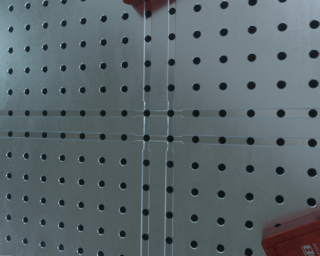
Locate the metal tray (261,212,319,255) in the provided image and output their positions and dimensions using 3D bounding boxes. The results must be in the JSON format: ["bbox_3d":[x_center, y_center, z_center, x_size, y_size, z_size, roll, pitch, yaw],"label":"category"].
[{"bbox_3d":[0.183,0.167,0.345,0.090,0.030,0.130,-27,81,18],"label":"metal tray"}]

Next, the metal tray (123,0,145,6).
[{"bbox_3d":[-0.034,-0.240,0.401,0.090,0.030,0.130,-25,100,18],"label":"metal tray"}]
